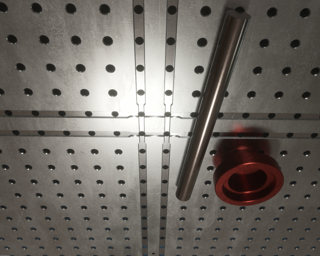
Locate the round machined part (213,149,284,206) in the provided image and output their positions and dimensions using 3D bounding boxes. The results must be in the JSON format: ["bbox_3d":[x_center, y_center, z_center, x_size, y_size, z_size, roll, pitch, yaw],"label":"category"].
[{"bbox_3d":[0.129,0.070,0.462,0.099,0.042,0.097,-1,130,0],"label":"round machined part"}]

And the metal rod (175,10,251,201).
[{"bbox_3d":[0.059,-0.003,0.409,0.025,0.025,0.298,6,130,-6],"label":"metal rod"}]
